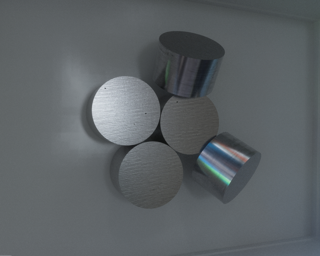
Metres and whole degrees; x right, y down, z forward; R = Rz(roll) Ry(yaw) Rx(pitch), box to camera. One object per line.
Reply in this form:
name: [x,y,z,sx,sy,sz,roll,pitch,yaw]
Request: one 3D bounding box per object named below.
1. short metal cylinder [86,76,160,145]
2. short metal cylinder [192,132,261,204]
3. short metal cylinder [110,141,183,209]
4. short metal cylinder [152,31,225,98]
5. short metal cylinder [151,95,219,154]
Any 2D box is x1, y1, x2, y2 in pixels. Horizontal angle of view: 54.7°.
short metal cylinder: [-0.046,-0.020,0.379,0.081,0.050,0.079,0,90,-21]
short metal cylinder: [0.088,0.052,0.408,0.080,0.050,0.080,-35,145,-29]
short metal cylinder: [-0.018,0.055,0.390,0.081,0.050,0.079,0,90,-21]
short metal cylinder: [0.034,-0.081,0.386,0.081,0.080,0.050,-3,130,-20]
short metal cylinder: [0.029,-0.007,0.407,0.081,0.050,0.079,0,90,-21]
